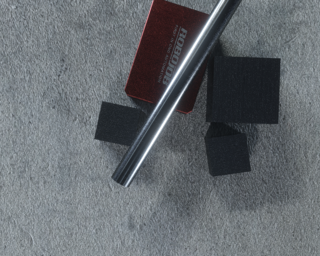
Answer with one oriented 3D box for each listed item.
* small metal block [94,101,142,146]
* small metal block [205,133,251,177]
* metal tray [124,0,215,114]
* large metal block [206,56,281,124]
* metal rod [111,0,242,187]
[{"bbox_3d":[-0.055,-0.005,0.409,0.050,0.025,0.050,12,90,-1],"label":"small metal block"},{"bbox_3d":[0.089,0.035,0.411,0.050,0.025,0.050,-8,90,-1],"label":"small metal block"},{"bbox_3d":[0.016,-0.092,0.408,0.090,0.030,0.129,18,90,-1],"label":"metal tray"},{"bbox_3d":[0.104,-0.046,0.399,0.081,0.050,0.079,2,90,-1],"label":"large metal block"},{"bbox_3d":[0.029,-0.062,0.379,0.025,0.025,0.299,31,90,-1],"label":"metal rod"}]
